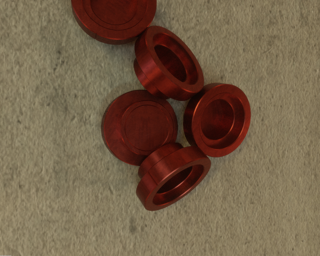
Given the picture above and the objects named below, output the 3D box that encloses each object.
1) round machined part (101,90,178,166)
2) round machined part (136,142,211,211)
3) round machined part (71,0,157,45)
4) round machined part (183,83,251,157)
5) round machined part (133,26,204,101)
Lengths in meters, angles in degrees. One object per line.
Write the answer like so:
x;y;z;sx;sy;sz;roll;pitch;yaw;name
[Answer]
-0.022;0.000;0.393;0.099;0.042;0.097;0;90;-21;round machined part
0.012;0.056;0.387;0.099;0.098;0.042;-28;59;-18;round machined part
-0.057;-0.148;0.376;0.099;0.042;0.097;1;87;-15;round machined part
0.072;-0.013;0.420;0.099;0.042;0.097;-8;106;-28;round machined part
0.006;-0.075;0.386;0.098;0.042;0.098;29;42;-31;round machined part
